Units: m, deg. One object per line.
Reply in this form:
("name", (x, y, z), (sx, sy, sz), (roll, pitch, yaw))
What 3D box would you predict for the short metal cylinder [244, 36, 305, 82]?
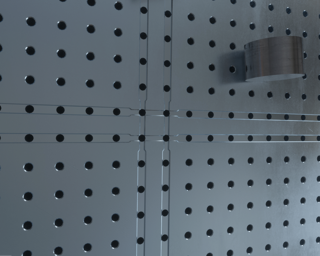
("short metal cylinder", (0.163, -0.097, 0.445), (0.081, 0.080, 0.050), (-4, 92, -20))
